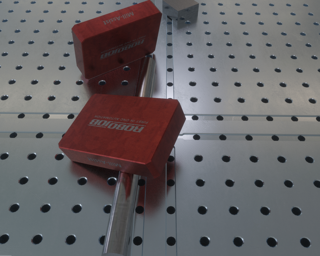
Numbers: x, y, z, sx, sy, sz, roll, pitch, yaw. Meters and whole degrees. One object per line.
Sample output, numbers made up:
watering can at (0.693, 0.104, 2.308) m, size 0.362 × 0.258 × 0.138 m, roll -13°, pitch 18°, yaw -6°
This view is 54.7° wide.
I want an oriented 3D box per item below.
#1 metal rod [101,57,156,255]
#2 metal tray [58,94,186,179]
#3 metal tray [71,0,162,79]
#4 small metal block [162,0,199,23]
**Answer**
metal rod at (-0.032, 0.011, 0.397) m, size 0.025 × 0.025 × 0.300 m, roll 4°, pitch 50°, yaw 3°
metal tray at (-0.045, 0.004, 0.370) m, size 0.130 × 0.030 × 0.090 m, roll 7°, pitch 54°, yaw 29°
metal tray at (-0.064, -0.134, 0.474) m, size 0.131 × 0.090 × 0.030 m, roll -28°, pitch 71°, yaw -21°
small metal block at (0.040, -0.235, 0.605) m, size 0.050 × 0.025 × 0.050 m, roll -28°, pitch 56°, yaw -22°
